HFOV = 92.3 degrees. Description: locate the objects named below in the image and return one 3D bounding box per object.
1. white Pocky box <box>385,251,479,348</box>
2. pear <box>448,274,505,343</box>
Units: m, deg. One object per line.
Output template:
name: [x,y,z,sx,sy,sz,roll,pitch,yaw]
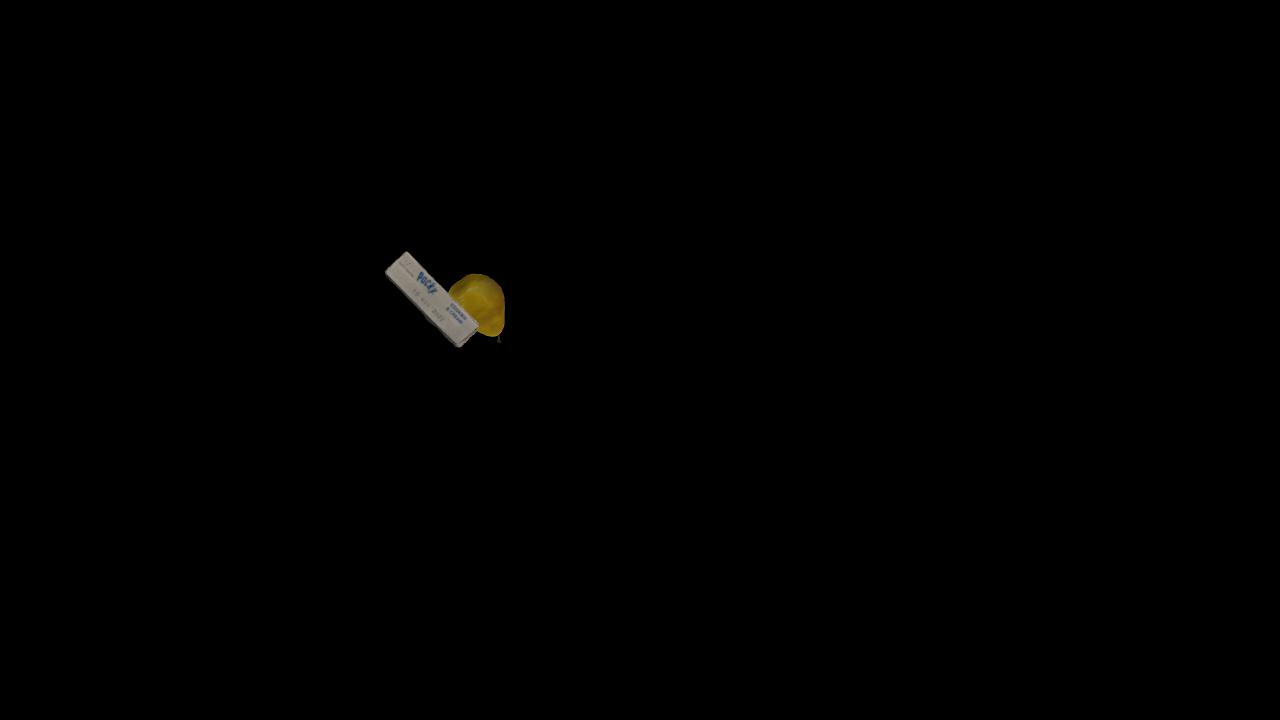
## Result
white Pocky box: [-0.183,-0.051,0.557,0.028,0.084,0.154,-45,13,-8]
pear: [-0.216,-0.066,0.864,0.080,0.080,0.111,0,-38,39]
